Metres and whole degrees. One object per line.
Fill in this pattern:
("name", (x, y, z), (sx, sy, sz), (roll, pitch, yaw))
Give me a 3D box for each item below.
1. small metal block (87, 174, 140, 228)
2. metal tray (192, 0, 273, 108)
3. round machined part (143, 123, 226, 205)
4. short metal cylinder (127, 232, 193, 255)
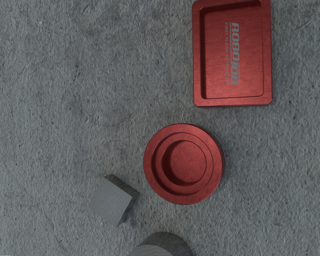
("small metal block", (-0.064, 0.100, 0.430), (0.050, 0.025, 0.050), (31, 100, 17))
("metal tray", (0.087, -0.091, 0.375), (0.090, 0.030, 0.129), (-1, 90, 19))
("round machined part", (0.032, 0.043, 0.388), (0.098, 0.042, 0.097), (0, 90, 19))
("short metal cylinder", (0.000, 0.180, 0.395), (0.080, 0.050, 0.079), (0, 90, 19))
